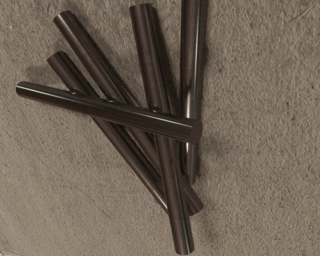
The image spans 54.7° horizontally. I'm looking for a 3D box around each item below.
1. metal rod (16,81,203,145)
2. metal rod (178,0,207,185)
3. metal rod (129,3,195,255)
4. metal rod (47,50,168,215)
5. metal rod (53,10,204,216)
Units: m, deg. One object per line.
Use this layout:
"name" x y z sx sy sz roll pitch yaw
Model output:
"metal rod" -0.085 -0.027 0.388 0.300 0.025 0.025 15 125 33
"metal rod" 0.035 -0.055 0.353 0.025 0.025 0.298 13 124 21
"metal rod" 0.005 0.011 0.366 0.025 0.025 0.298 -4 103 29
"metal rod" -0.055 0.020 0.446 0.025 0.025 0.299 -29 103 37
"metal rod" -0.037 -0.015 0.396 0.025 0.025 0.299 -31 96 37
